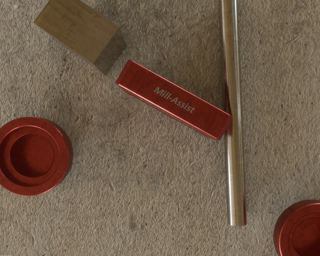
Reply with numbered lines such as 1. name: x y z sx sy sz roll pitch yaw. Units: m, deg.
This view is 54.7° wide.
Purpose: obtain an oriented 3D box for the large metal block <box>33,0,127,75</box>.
1. large metal block: -0.092 -0.114 0.382 0.080 0.080 0.050 35 90 0

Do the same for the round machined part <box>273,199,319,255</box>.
1. round machined part: 0.196 0.141 0.403 0.099 0.042 0.097 0 90 0

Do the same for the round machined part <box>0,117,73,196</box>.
1. round machined part: -0.161 0.035 0.400 0.099 0.042 0.097 0 90 0

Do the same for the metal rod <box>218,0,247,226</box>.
1. metal rod: 0.096 -0.023 0.410 0.025 0.025 0.298 -2 90 0

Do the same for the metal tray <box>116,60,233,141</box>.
1. metal tray: 0.016 -0.031 0.377 0.130 0.090 0.030 29 90 0
